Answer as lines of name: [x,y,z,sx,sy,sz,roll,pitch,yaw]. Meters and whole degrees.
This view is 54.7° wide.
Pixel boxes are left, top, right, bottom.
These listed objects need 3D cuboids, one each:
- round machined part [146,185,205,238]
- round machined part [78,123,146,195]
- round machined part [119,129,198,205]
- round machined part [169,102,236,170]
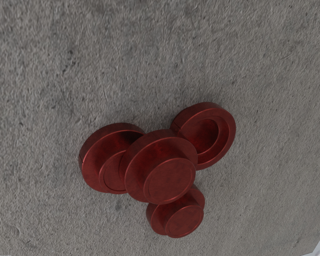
round machined part: [0.031,0.137,0.497,0.099,0.042,0.097,-14,124,-21]
round machined part: [-0.050,0.046,0.396,0.099,0.042,0.097,-14,124,-21]
round machined part: [0.004,0.054,0.377,0.099,0.042,0.097,-14,124,-21]
round machined part: [0.052,0.008,0.429,0.099,0.042,0.097,-14,124,-21]
